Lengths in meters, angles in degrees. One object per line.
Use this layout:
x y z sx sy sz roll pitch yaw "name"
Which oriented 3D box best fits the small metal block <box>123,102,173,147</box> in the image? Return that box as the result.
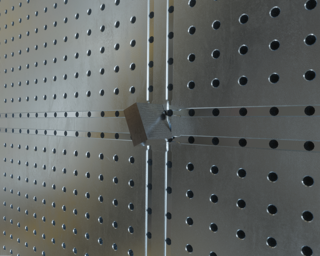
-0.015 -0.004 0.406 0.025 0.050 0.050 -28 73 36 "small metal block"
